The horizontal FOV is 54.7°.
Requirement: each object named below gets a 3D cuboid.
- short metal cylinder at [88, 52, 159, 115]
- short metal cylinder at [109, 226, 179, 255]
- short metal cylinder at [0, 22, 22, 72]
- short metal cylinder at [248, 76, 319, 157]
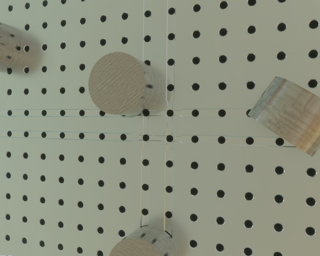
[{"bbox_3d":[-0.047,-0.057,0.416,0.080,0.050,0.079,0,90,20],"label":"short metal cylinder"},{"bbox_3d":[-0.021,0.176,0.406,0.080,0.050,0.079,0,90,20],"label":"short metal cylinder"},{"bbox_3d":[-0.272,-0.133,0.495,0.080,0.050,0.079,0,90,20],"label":"short metal cylinder"},{"bbox_3d":[0.143,-0.013,0.333,0.080,0.080,0.050,36,102,16],"label":"short metal cylinder"}]
